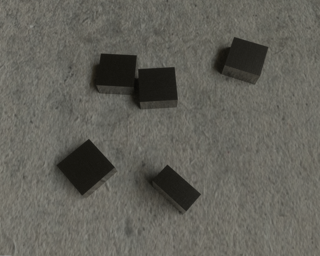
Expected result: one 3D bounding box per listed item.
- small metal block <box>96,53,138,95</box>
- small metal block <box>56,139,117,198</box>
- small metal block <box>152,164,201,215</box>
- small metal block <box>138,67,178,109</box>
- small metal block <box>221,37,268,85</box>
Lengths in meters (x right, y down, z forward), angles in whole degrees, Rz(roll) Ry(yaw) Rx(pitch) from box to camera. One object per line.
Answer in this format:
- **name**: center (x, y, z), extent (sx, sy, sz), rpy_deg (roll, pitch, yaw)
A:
- **small metal block**: center (-0.059, -0.075, 0.435), extent (0.050, 0.025, 0.050), rpy_deg (3, 70, 1)
- **small metal block**: center (-0.090, 0.051, 0.388), extent (0.050, 0.025, 0.050), rpy_deg (-41, 76, -14)
- **small metal block**: center (0.018, 0.074, 0.368), extent (0.050, 0.050, 0.025), rpy_deg (41, 75, 13)
- **small metal block**: center (-0.003, -0.055, 0.428), extent (0.050, 0.025, 0.050), rpy_deg (-4, 70, -2)
- **small metal block**: center (0.122, -0.097, 0.445), extent (0.050, 0.025, 0.050), rpy_deg (19, 71, 6)
